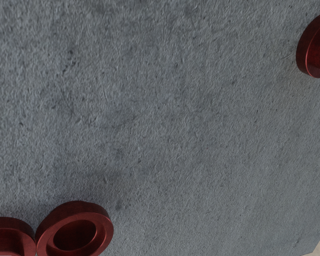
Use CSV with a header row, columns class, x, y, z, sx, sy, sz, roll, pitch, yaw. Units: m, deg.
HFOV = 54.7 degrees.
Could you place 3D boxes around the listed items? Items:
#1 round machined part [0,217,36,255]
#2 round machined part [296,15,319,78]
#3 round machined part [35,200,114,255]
class,x,y,z,sx,sy,sz,roll,pitch,yaw
round machined part,-0.205,0.162,0.384,0.099,0.042,0.097,-14,124,-21
round machined part,0.256,-0.120,0.461,0.099,0.042,0.097,-14,124,-21
round machined part,-0.116,0.137,0.417,0.099,0.042,0.097,-14,124,-21
